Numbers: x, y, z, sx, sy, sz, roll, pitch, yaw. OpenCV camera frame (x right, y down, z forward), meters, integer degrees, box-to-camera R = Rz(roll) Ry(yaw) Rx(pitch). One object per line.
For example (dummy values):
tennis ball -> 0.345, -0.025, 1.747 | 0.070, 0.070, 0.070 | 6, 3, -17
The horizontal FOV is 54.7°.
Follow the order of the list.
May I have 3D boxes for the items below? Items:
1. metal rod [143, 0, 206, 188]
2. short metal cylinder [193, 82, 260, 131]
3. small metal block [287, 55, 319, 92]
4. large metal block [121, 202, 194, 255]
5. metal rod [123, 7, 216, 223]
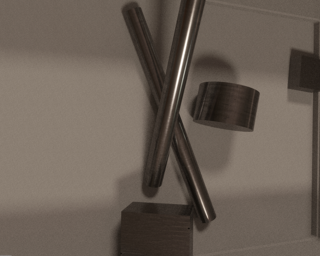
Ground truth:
metal rod -> 0.019, -0.062, 0.352 | 0.025, 0.025, 0.298 | 3, 115, -20
short metal cylinder -> 0.088, -0.027, 0.415 | 0.081, 0.080, 0.050 | 12, 86, -20
small metal block -> 0.237, -0.086, 0.500 | 0.050, 0.025, 0.050 | 6, 88, -20
large metal block -> -0.002, 0.138, 0.380 | 0.080, 0.050, 0.079 | 1, 90, 10
metal rod -> 0.016, -0.011, 0.417 | 0.025, 0.025, 0.298 | -23, 98, -19
